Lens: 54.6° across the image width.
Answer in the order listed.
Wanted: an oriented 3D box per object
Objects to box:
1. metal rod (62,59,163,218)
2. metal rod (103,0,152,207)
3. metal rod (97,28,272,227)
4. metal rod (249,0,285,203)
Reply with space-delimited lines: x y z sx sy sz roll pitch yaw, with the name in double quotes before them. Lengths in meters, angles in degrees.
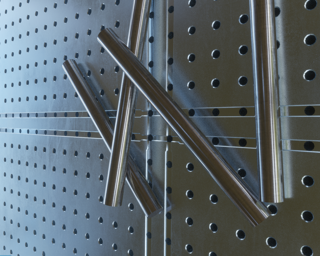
"metal rod" -0.082 0.002 0.478 0.025 0.025 0.299 -49 61 29
"metal rod" -0.043 -0.044 0.426 0.025 0.025 0.299 7 89 40
"metal rod" 0.017 -0.014 0.370 0.300 0.025 0.025 51 120 18
"metal rod" 0.108 -0.076 0.320 0.025 0.025 0.298 -4 88 40
